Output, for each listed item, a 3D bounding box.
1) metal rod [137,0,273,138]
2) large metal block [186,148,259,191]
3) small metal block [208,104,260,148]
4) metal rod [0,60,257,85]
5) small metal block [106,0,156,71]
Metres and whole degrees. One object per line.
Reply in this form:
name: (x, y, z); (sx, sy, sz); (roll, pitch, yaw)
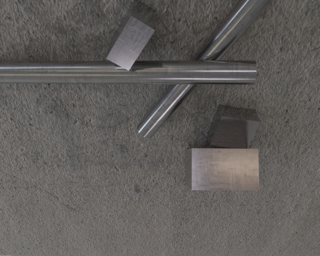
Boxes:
metal rod: (0.064, -0.091, 0.330); (0.025, 0.025, 0.298); (27, 125, -21)
large metal block: (0.078, 0.053, 0.410); (0.081, 0.050, 0.080); (1, 174, -1)
small metal block: (0.096, 0.000, 0.408); (0.050, 0.025, 0.050); (8, 130, -7)
metal rod: (-0.053, -0.060, 0.335); (0.302, 0.025, 0.025); (1, 131, 6)
small metal block: (-0.028, -0.094, 0.310); (0.025, 0.050, 0.050); (26, 125, -21)
